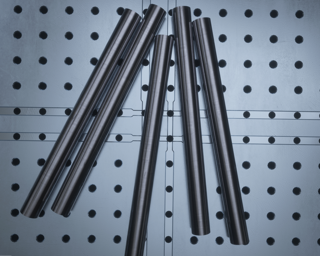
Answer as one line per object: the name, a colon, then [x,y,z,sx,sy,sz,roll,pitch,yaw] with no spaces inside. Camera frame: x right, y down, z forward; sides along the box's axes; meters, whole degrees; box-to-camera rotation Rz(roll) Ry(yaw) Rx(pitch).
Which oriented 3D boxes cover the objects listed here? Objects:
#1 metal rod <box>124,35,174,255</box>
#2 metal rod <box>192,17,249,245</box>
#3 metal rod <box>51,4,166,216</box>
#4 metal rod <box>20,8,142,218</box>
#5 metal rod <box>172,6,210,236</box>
metal rod: [-0.015,0.027,0.413,0.025,0.025,0.298,8,90,0]
metal rod: [0.081,0.004,0.414,0.025,0.025,0.299,-10,90,0]
metal rod: [-0.068,-0.024,0.413,0.025,0.025,0.299,26,90,0]
metal rod: [-0.104,-0.019,0.412,0.025,0.025,0.299,28,90,0]
metal rod: [0.042,-0.009,0.414,0.025,0.025,0.298,-5,90,0]
